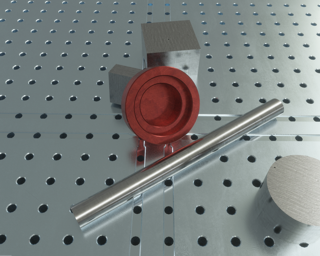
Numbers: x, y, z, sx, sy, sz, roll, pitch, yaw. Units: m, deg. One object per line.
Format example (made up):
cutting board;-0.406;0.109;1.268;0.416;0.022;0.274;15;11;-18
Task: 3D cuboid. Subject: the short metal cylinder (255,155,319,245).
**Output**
short metal cylinder;0.148;0.076;0.330;0.081;0.050;0.080;0;50;0

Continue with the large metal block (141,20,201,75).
large metal block;0.015;-0.127;0.499;0.081;0.050;0.080;-6;50;-6

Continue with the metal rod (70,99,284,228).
metal rod;0.037;0.032;0.380;0.302;0.025;0.025;-26;55;-21

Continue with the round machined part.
round machined part;-0.002;-0.030;0.399;0.099;0.097;0.042;-20;17;-16

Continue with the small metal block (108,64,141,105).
small metal block;-0.043;-0.058;0.437;0.050;0.050;0.025;14;41;11
